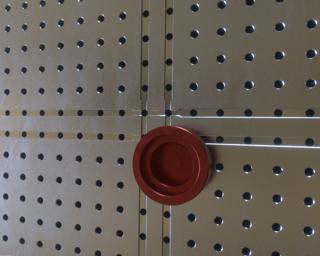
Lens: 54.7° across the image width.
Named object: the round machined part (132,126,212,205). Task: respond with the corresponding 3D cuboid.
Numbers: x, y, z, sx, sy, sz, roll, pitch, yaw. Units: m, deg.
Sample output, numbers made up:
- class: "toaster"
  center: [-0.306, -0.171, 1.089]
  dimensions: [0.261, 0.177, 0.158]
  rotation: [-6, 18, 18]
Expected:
- class: "round machined part"
  center: [0.018, 0.046, 0.397]
  dimensions: [0.098, 0.042, 0.097]
  rotation: [0, 90, 19]
